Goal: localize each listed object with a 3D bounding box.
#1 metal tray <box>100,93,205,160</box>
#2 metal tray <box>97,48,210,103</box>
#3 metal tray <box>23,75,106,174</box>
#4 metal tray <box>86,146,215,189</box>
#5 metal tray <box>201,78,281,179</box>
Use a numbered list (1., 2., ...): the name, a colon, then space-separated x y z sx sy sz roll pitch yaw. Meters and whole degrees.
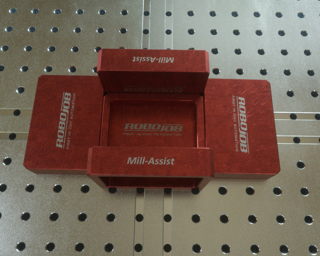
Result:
1. metal tray: -0.009 0.001 0.406 0.131 0.030 0.090 1 70 0
2. metal tray: -0.008 -0.064 0.400 0.131 0.090 0.030 1 70 0
3. metal tray: -0.120 -0.006 0.409 0.091 0.030 0.130 1 70 0
4. metal tray: -0.010 0.049 0.358 0.131 0.090 0.030 1 70 0
5. metal tray: 0.102 -0.001 0.409 0.091 0.030 0.130 1 70 -1
